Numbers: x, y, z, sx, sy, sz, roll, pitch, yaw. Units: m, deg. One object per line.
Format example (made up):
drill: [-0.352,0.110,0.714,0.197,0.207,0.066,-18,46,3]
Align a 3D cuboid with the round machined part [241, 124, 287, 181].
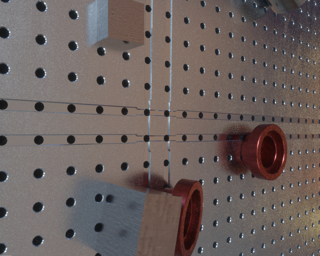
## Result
round machined part: [0.182,0.042,0.550,0.099,0.042,0.097,0,90,-40]

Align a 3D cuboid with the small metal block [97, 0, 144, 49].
small metal block: [-0.046,-0.126,0.370,0.050,0.025,0.050,0,90,-40]

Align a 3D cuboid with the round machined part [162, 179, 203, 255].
round machined part: [0.022,0.114,0.400,0.098,0.042,0.097,4,91,-68]

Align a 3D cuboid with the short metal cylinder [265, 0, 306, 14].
short metal cylinder: [0.229,-0.258,0.565,0.050,0.080,0.080,33,70,-35]

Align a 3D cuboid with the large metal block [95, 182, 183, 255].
large metal block: [-0.025,0.110,0.351,0.050,0.080,0.080,15,81,-37]
